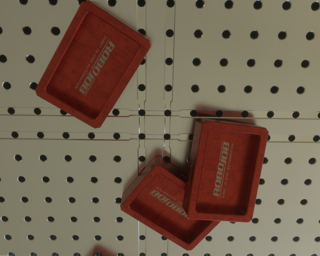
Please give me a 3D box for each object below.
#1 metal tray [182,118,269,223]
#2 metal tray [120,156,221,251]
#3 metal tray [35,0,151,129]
[{"bbox_3d":[0.085,0.057,0.412,0.091,0.030,0.129,7,97,-10],"label":"metal tray"},{"bbox_3d":[0.020,0.112,0.452,0.130,0.030,0.090,36,106,-13],"label":"metal tray"},{"bbox_3d":[-0.081,-0.075,0.381,0.090,0.030,0.129,31,107,-12],"label":"metal tray"}]
